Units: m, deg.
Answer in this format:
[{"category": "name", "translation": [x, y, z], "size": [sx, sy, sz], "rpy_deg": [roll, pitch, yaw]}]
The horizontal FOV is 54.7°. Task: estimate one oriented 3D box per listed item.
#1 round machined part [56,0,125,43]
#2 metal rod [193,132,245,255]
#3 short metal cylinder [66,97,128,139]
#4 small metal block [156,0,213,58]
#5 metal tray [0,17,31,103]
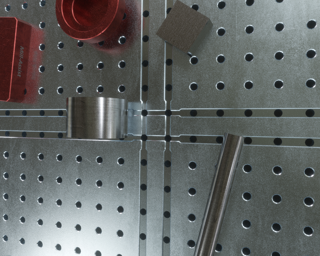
[{"category": "round machined part", "translation": [-0.093, -0.167, 0.435], "size": [0.098, 0.042, 0.097], "rpy_deg": [0, 90, 19]}, {"category": "metal rod", "translation": [0.057, 0.153, 0.391], "size": [0.025, 0.025, 0.298], "rpy_deg": [15, 95, 19]}, {"category": "short metal cylinder", "translation": [-0.083, -0.013, 0.411], "size": [0.080, 0.080, 0.050], "rpy_deg": [1, 91, 19]}, {"category": "small metal block", "translation": [0.032, -0.128, 0.401], "size": [0.050, 0.025, 0.050], "rpy_deg": [37, 101, 16]}, {"category": "metal tray", "translation": [-0.261, -0.110, 0.500], "size": [0.090, 0.030, 0.129], "rpy_deg": [7, 92, 19]}]
